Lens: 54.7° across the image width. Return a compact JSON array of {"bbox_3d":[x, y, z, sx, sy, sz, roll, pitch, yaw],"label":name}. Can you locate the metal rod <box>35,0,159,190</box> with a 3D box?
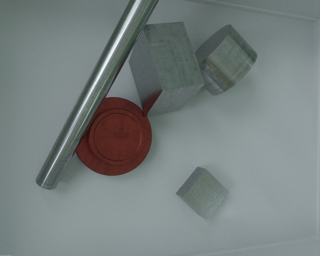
[{"bbox_3d":[-0.058,-0.059,0.327,0.025,0.025,0.298,27,105,-19],"label":"metal rod"}]

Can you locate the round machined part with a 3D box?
[{"bbox_3d":[-0.056,0.011,0.382,0.099,0.042,0.097,0,90,-21],"label":"round machined part"}]

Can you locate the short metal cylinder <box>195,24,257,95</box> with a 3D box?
[{"bbox_3d":[0.080,-0.090,0.412,0.050,0.080,0.080,42,77,-16],"label":"short metal cylinder"}]

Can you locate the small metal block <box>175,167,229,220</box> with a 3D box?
[{"bbox_3d":[0.059,0.091,0.434,0.050,0.025,0.050,45,76,-15],"label":"small metal block"}]

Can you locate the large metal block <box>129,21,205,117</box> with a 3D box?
[{"bbox_3d":[0.004,-0.068,0.372,0.050,0.080,0.080,-12,76,-20],"label":"large metal block"}]
